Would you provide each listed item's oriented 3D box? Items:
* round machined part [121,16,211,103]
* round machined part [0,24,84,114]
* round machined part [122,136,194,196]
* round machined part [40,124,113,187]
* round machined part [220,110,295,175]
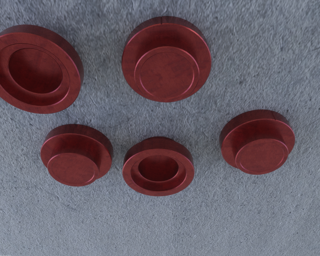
[{"bbox_3d":[0.007,-0.067,0.339,0.099,0.042,0.097,0,130,0],"label":"round machined part"},{"bbox_3d":[-0.133,-0.066,0.338,0.099,0.042,0.097,0,130,0],"label":"round machined part"},{"bbox_3d":[-0.002,0.050,0.438,0.099,0.042,0.097,0,130,0],"label":"round machined part"},{"bbox_3d":[-0.117,0.045,0.433,0.099,0.042,0.097,0,130,0],"label":"round machined part"},{"bbox_3d":[0.133,0.026,0.419,0.099,0.042,0.097,0,130,0],"label":"round machined part"}]
